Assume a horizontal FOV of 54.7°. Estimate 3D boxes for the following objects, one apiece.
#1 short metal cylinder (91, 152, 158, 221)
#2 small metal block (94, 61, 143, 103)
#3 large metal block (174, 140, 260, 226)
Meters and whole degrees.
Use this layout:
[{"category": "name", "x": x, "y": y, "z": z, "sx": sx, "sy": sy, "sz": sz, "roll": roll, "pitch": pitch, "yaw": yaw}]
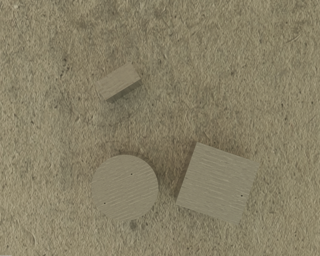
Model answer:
[{"category": "short metal cylinder", "x": -0.042, "y": 0.072, "z": 0.397, "sx": 0.081, "sy": 0.050, "sz": 0.079, "roll": 0, "pitch": 90, "yaw": 0}, {"category": "small metal block", "x": -0.051, "y": -0.057, "z": 0.397, "sx": 0.050, "sy": 0.050, "sz": 0.025, "roll": -32, "pitch": 90, "yaw": 0}, {"category": "large metal block", "x": 0.070, "y": 0.067, "z": 0.398, "sx": 0.080, "sy": 0.050, "sz": 0.080, "roll": 19, "pitch": 90, "yaw": 0}]
